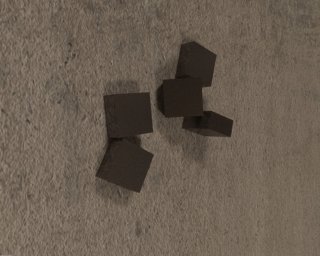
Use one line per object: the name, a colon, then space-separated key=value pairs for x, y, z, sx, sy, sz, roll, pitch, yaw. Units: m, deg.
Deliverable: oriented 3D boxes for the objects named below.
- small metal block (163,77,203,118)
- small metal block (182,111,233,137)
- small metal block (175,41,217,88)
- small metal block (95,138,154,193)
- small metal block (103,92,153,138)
small metal block: x=0.031 y=-0.040 z=0.415 sx=0.025 sy=0.050 sz=0.050 roll=-34 pitch=120 yaw=-84
small metal block: x=0.069 y=-0.005 z=0.449 sx=0.050 sy=0.050 sz=0.025 roll=18 pitch=79 yaw=-39
small metal block: x=0.053 y=-0.091 z=0.451 sx=0.050 sy=0.025 sz=0.050 roll=18 pitch=79 yaw=-39
small metal block: x=-0.041 y=0.045 z=0.372 sx=0.050 sy=0.025 sz=0.050 roll=33 pitch=70 yaw=-36
small metal block: x=-0.038 y=-0.016 z=0.375 sx=0.050 sy=0.025 sz=0.050 roll=-9 pitch=96 yaw=-40
